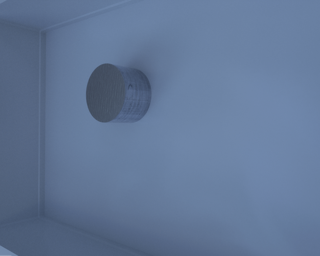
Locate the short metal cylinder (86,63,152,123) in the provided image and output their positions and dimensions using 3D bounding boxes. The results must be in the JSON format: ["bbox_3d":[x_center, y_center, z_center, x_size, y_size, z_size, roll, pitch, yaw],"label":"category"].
[{"bbox_3d":[-0.059,-0.047,0.437,0.080,0.050,0.079,0,90,39],"label":"short metal cylinder"}]
